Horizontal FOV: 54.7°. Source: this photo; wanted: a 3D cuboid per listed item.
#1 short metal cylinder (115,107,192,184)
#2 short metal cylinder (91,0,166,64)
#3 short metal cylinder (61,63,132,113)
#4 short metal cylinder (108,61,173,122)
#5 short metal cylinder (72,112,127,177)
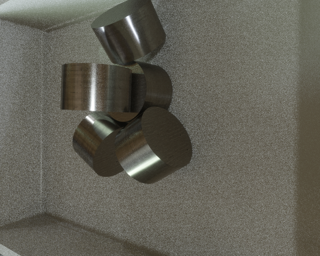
[{"bbox_3d":[-0.007,0.021,0.375,0.050,0.081,0.080,-36,68,35],"label":"short metal cylinder"},{"bbox_3d":[-0.039,-0.125,0.393,0.080,0.080,0.050,5,136,40],"label":"short metal cylinder"},{"bbox_3d":[-0.074,-0.045,0.364,0.080,0.081,0.050,4,93,40],"label":"short metal cylinder"},{"bbox_3d":[-0.030,-0.048,0.412,0.080,0.050,0.080,0,90,40],"label":"short metal cylinder"},{"bbox_3d":[-0.072,0.020,0.428,0.050,0.081,0.079,36,112,34],"label":"short metal cylinder"}]
